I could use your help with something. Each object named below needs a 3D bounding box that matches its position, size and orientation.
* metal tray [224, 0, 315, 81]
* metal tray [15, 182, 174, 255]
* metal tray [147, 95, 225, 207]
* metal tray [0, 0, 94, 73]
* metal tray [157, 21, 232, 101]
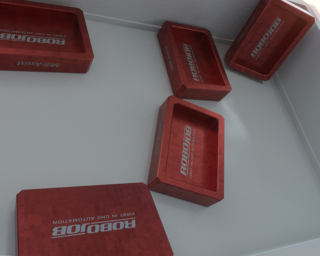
[{"bbox_3d":[0.184,-0.151,0.530,0.091,0.129,0.030,17,37,-19],"label":"metal tray"},{"bbox_3d":[-0.063,0.099,0.291,0.131,0.030,0.090,2,42,-28],"label":"metal tray"},{"bbox_3d":[0.039,0.028,0.407,0.091,0.030,0.130,20,54,-17],"label":"metal tray"},{"bbox_3d":[-0.157,-0.116,0.388,0.131,0.030,0.090,-3,63,-30],"label":"metal tray"},{"bbox_3d":[0.054,-0.108,0.498,0.091,0.030,0.130,1,61,-28],"label":"metal tray"}]
